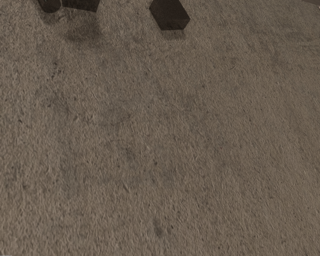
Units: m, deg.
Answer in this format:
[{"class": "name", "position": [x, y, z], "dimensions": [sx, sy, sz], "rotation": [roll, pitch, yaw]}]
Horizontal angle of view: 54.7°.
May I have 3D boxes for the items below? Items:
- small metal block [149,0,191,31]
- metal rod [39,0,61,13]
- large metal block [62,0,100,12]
[{"class": "small metal block", "position": [0.017, -0.197, 0.535], "dimensions": [0.050, 0.025, 0.050], "rotation": [-15, 70, -34]}, {"class": "metal rod", "position": [-0.220, -0.294, 0.464], "dimensions": [0.025, 0.025, 0.299], "rotation": [-19, 72, -36]}, {"class": "large metal block", "position": [-0.113, -0.232, 0.450], "dimensions": [0.050, 0.080, 0.080], "rotation": [-1, 62, -29]}]
